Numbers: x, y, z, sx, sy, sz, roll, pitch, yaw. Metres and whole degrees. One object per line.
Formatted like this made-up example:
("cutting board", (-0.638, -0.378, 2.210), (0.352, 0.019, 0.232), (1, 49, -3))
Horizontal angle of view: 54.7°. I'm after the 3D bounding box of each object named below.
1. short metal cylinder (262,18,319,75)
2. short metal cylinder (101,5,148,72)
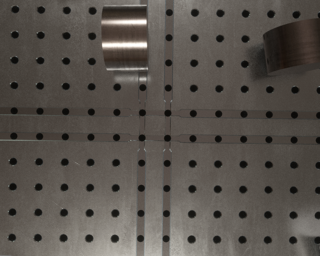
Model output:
("short metal cylinder", (0.174, -0.099, 0.388), (0.081, 0.080, 0.050), (-7, 90, 0))
("short metal cylinder", (-0.040, -0.111, 0.385), (0.050, 0.080, 0.079), (-1, 90, 0))
